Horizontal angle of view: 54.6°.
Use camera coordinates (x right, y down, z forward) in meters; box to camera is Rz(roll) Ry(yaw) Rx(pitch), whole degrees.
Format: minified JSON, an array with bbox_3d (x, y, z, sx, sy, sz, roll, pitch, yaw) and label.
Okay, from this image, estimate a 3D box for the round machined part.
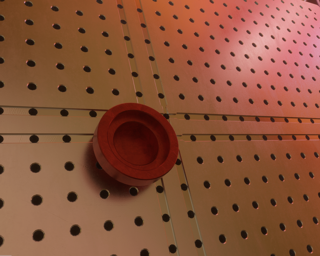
[{"bbox_3d":[-0.031,0.022,0.367,0.099,0.042,0.098,13,56,-21],"label":"round machined part"}]
